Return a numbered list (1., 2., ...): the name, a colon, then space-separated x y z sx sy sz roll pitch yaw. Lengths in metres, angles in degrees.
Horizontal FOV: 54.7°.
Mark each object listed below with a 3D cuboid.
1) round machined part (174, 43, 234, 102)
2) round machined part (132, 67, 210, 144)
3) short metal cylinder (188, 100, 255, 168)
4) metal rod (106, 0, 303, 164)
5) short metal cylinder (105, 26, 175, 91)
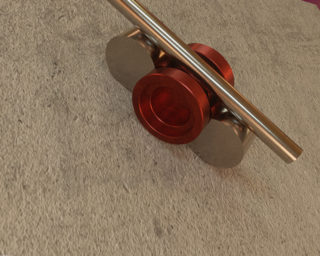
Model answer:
1. round machined part: 0.047 -0.062 0.424 0.098 0.098 0.042 43 55 1
2. round machined part: 0.017 -0.031 0.387 0.098 0.097 0.042 43 47 1
3. short metal cylinder: 0.082 0.007 0.412 0.080 0.080 0.050 43 51 1
4. metal rod: 0.050 -0.067 0.373 0.300 0.025 0.025 42 51 0
5. short metal cylinder: -0.025 -0.094 0.415 0.080 0.080 0.050 43 51 1
